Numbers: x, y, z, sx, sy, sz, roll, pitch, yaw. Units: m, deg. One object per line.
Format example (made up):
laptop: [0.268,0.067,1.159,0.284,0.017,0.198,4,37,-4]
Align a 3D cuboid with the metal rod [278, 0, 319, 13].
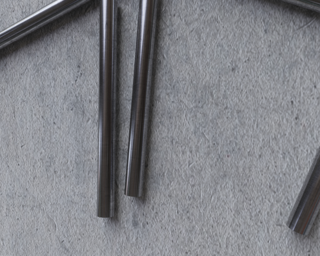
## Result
metal rod: [0.093,-0.185,0.375,0.301,0.025,0.025,27,99,18]

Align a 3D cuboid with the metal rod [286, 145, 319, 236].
metal rod: [0.207,-0.024,0.335,0.025,0.025,0.298,22,97,18]

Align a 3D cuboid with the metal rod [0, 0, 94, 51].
metal rod: [-0.177,-0.169,0.471,0.300,0.025,0.025,-20,84,18]

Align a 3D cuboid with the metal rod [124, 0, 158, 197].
metal rod: [-0.024,-0.058,0.417,0.025,0.025,0.298,5,92,20]

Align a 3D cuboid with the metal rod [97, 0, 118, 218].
metal rod: [-0.074,-0.027,0.434,0.025,0.025,0.298,1,90,20]
